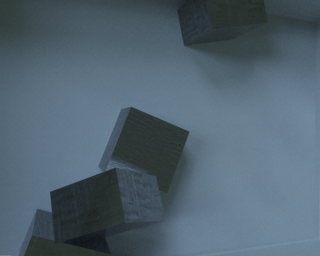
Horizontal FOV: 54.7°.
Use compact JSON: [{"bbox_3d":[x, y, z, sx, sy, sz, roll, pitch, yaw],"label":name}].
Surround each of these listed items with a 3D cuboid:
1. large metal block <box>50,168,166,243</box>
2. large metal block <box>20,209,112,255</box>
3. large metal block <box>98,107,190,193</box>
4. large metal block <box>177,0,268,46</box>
[{"bbox_3d":[-0.052,0.082,0.323,0.080,0.080,0.050,-22,67,20],"label":"large metal block"},{"bbox_3d":[-0.107,0.136,0.341,0.080,0.080,0.050,22,86,-19],"label":"large metal block"},{"bbox_3d":[-0.021,0.027,0.389,0.080,0.050,0.080,23,82,-19],"label":"large metal block"},{"bbox_3d":[0.080,-0.148,0.410,0.081,0.080,0.050,-13,95,-20],"label":"large metal block"}]
